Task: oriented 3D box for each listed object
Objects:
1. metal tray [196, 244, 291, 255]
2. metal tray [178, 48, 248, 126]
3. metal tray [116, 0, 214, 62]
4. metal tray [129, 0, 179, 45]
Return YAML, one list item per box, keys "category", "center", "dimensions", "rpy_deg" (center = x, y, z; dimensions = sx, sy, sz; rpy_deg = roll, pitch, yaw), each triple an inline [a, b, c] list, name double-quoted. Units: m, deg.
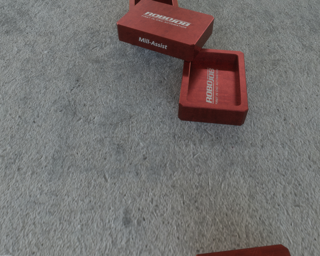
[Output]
- category: "metal tray"
  center: [0.081, 0.171, 0.257]
  dimensions: [0.091, 0.030, 0.130]
  rpy_deg: [-5, 50, -4]
- category: "metal tray"
  center: [0.077, -0.065, 0.454]
  dimensions: [0.090, 0.030, 0.130]
  rpy_deg: [6, 50, 4]
- category: "metal tray"
  center: [0.009, -0.159, 0.494]
  dimensions: [0.130, 0.030, 0.090]
  rpy_deg: [21, 53, 16]
- category: "metal tray"
  center: [-0.010, -0.204, 0.570]
  dimensions: [0.091, 0.030, 0.130]
  rpy_deg: [-2, 50, -2]
